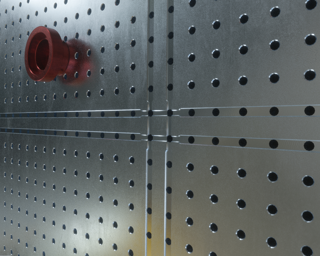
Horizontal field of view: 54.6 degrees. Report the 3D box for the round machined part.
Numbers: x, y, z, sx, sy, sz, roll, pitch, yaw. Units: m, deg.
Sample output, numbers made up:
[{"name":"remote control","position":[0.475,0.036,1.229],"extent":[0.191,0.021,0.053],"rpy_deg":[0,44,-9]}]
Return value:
[{"name":"round machined part","position":[-0.204,-0.133,0.569],"extent":[0.098,0.042,0.097],"rpy_deg":[0,90,40]}]
